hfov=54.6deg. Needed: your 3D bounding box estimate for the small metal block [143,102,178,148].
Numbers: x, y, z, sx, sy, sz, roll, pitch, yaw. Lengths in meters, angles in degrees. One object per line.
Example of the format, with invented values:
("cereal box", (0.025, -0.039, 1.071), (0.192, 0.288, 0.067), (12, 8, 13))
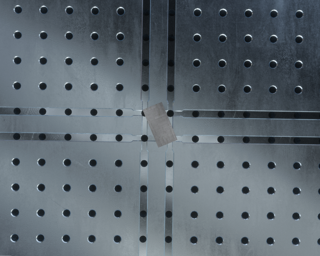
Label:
("small metal block", (0.000, -0.004, 0.401), (0.025, 0.050, 0.050), (-22, 91, 0))
